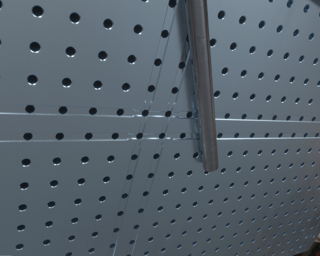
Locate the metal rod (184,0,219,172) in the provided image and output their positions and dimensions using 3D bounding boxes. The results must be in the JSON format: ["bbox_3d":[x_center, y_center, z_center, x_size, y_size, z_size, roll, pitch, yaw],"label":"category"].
[{"bbox_3d":[0.057,-0.057,0.408,0.025,0.025,0.298,-23,127,-15],"label":"metal rod"}]
